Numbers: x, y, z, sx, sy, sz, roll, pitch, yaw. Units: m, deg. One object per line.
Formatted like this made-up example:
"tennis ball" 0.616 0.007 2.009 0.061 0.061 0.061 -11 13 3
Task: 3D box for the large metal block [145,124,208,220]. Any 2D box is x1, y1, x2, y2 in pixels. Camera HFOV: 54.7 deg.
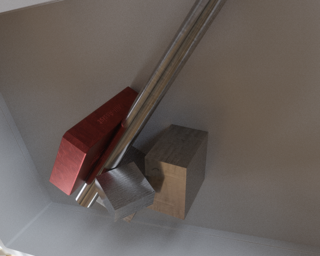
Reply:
"large metal block" 0.023 0.053 0.392 0.050 0.080 0.079 13 124 21

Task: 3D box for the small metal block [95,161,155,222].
"small metal block" -0.041 0.073 0.360 0.050 0.050 0.025 49 146 34

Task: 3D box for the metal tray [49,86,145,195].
"metal tray" -0.073 0.012 0.383 0.030 0.131 0.089 36 130 5

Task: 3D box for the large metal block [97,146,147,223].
"large metal block" -0.050 0.073 0.443 0.080 0.080 0.050 32 128 7

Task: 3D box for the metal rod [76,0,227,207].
"metal rod" -0.019 -0.022 0.343 0.025 0.025 0.298 36 112 4
